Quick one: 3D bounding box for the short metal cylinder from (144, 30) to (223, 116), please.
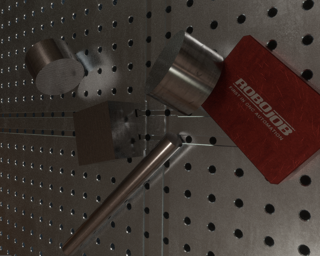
[{"bbox_3d":[0.025,-0.061,0.345,0.080,0.050,0.080,-51,21,28],"label":"short metal cylinder"}]

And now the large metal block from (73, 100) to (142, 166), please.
[{"bbox_3d":[-0.079,0.009,0.456,0.080,0.050,0.080,-14,81,39],"label":"large metal block"}]

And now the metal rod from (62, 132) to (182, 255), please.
[{"bbox_3d":[-0.069,0.112,0.463,0.299,0.025,0.025,-48,62,29],"label":"metal rod"}]

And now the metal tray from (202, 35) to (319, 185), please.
[{"bbox_3d":[0.108,-0.020,0.316,0.090,0.030,0.130,-52,60,27],"label":"metal tray"}]

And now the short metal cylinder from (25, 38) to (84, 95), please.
[{"bbox_3d":[-0.174,-0.100,0.514,0.080,0.081,0.050,-49,61,28],"label":"short metal cylinder"}]
